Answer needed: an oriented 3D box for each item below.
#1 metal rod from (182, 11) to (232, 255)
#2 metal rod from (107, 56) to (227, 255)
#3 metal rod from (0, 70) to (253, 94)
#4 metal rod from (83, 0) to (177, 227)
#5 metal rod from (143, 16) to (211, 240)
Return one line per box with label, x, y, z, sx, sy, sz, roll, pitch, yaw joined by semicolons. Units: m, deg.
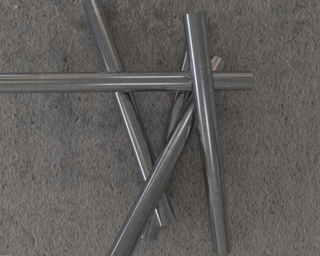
metal rod;0.059;0.020;0.369;0.025;0.025;0.298;-10;107;0
metal rod;0.009;0.039;0.368;0.025;0.025;0.300;28;73;0
metal rod;-0.042;-0.056;0.372;0.302;0.025;0.025;-1;90;-1
metal rod;-0.040;-0.024;0.395;0.025;0.025;0.299;-19;84;0
metal rod;0.019;-0.002;0.409;0.025;0.025;0.298;14;90;0
